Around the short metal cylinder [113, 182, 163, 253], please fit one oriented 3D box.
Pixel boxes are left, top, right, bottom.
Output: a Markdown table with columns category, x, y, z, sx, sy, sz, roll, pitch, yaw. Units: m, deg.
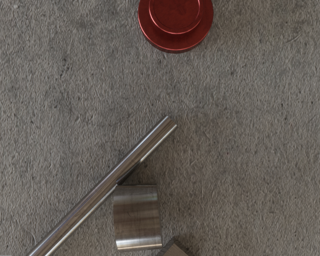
| category | x | y | z | sx | sy | sz | roll | pitch | yaw |
| --- | --- | --- | --- | --- | --- | --- | --- | --- | --- |
| short metal cylinder | -0.025 | 0.109 | 0.382 | 0.050 | 0.080 | 0.080 | -5 | 90 | 0 |

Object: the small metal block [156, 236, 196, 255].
| category | x | y | z | sx | sy | sz | roll | pitch | yaw |
| --- | --- | --- | --- | --- | --- | --- | --- | --- | --- |
| small metal block | 0.020 | 0.183 | 0.410 | 0.050 | 0.025 | 0.050 | 42 | 90 | 0 |

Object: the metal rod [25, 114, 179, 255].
| category | x | y | z | sx | sy | sz | roll | pitch | yaw |
| --- | --- | --- | --- | --- | --- | --- | --- | --- | --- |
| metal rod | -0.090 | 0.097 | 0.409 | 0.025 | 0.025 | 0.300 | 45 | 90 | 0 |

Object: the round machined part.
| category | x | y | z | sx | sy | sz | roll | pitch | yaw |
| --- | --- | --- | --- | --- | --- | --- | --- | --- | --- |
| round machined part | 0.021 | -0.150 | 0.401 | 0.099 | 0.042 | 0.097 | 0 | 90 | 0 |
